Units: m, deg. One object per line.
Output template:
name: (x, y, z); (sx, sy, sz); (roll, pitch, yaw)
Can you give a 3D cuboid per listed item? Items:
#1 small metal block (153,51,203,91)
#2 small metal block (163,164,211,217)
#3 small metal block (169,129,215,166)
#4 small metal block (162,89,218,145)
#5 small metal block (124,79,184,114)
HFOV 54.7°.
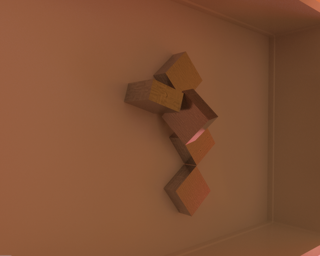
small metal block: (0.026, -0.070, 0.430); (0.050, 0.025, 0.050); (-50, 120, -28)
small metal block: (0.040, 0.088, 0.443); (0.050, 0.025, 0.050); (-45, 117, -31)
small metal block: (0.048, 0.018, 0.449); (0.050, 0.025, 0.050); (-45, 117, -31)
small metal block: (0.038, -0.015, 0.403); (0.050, 0.050, 0.025); (51, 36, 16)
small metal block: (-0.008, -0.038, 0.386); (0.050, 0.050, 0.025); (20, 78, -39)
